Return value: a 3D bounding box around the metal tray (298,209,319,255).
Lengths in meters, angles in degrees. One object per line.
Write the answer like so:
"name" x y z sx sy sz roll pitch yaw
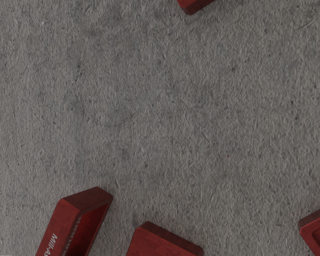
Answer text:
"metal tray" 0.229 0.111 0.325 0.130 0.030 0.090 -36 79 16

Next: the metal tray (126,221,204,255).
"metal tray" -0.007 0.202 0.409 0.090 0.030 0.129 21 97 18

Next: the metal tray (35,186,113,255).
"metal tray" -0.119 0.149 0.416 0.030 0.090 0.129 27 99 18

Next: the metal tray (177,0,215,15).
"metal tray" 0.068 -0.214 0.382 0.130 0.030 0.090 -27 81 17
